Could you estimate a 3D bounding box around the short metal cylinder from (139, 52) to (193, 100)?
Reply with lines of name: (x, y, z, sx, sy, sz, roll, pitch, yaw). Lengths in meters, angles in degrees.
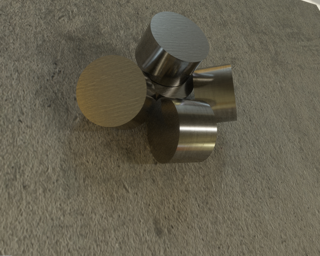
short metal cylinder: (0.000, -0.060, 0.428, 0.081, 0.050, 0.080, 14, 56, -21)

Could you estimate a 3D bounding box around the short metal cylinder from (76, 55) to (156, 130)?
short metal cylinder: (-0.049, -0.039, 0.362, 0.080, 0.050, 0.080, -1, 85, 10)

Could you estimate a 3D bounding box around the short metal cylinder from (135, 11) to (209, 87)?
short metal cylinder: (0.015, -0.100, 0.395, 0.081, 0.050, 0.080, 14, 56, -21)

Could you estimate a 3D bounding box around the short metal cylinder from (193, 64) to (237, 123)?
short metal cylinder: (0.078, -0.047, 0.435, 0.050, 0.080, 0.080, -7, 58, 12)

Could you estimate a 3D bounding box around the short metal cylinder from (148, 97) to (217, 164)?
short metal cylinder: (0.025, 0.003, 0.382, 0.050, 0.080, 0.080, 2, 61, -28)
